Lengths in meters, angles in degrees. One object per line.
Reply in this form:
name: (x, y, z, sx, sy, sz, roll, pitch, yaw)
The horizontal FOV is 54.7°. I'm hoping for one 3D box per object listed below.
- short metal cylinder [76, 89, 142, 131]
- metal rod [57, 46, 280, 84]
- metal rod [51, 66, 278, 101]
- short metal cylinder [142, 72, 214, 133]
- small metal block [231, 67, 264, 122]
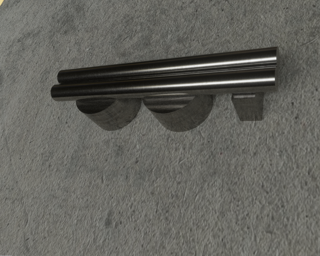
short metal cylinder: (-0.074, -0.042, 0.453, 0.080, 0.050, 0.080, -13, 56, 21)
metal rod: (-0.011, -0.073, 0.390, 0.300, 0.025, 0.025, 0, 62, 28)
metal rod: (-0.016, -0.050, 0.379, 0.300, 0.025, 0.025, 0, 62, 28)
short metal cylinder: (0.023, -0.041, 0.402, 0.080, 0.050, 0.080, -13, 56, 21)
small metal block: (0.104, -0.041, 0.361, 0.025, 0.050, 0.050, -1, 61, 27)
